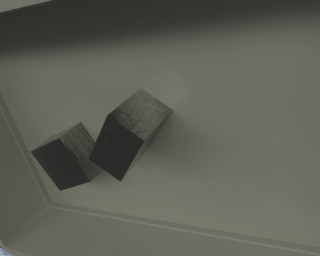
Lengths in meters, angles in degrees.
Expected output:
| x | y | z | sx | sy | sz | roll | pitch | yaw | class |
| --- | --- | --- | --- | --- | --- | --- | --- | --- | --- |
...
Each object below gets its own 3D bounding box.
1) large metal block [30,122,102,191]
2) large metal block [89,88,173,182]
| x | y | z | sx | sy | sz | roll | pitch | yaw | class |
| --- | --- | --- | --- | --- | --- | --- | --- | --- | --- |
| -0.144 | 0.047 | 0.495 | 0.080 | 0.050 | 0.080 | -21 | 107 | 35 | large metal block |
| -0.037 | 0.008 | 0.396 | 0.050 | 0.080 | 0.079 | 35 | 129 | 5 | large metal block |
